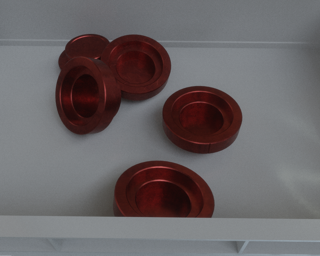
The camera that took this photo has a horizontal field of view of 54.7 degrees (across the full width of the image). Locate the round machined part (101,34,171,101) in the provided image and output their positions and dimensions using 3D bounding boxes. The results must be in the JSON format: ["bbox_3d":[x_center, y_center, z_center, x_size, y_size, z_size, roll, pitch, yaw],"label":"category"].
[{"bbox_3d":[-0.036,-0.083,0.451,0.099,0.042,0.098,3,68,-7],"label":"round machined part"}]

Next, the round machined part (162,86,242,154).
[{"bbox_3d":[0.052,-0.006,0.399,0.099,0.042,0.098,0,50,0],"label":"round machined part"}]

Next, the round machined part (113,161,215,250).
[{"bbox_3d":[0.002,0.081,0.314,0.099,0.042,0.098,7,34,-5],"label":"round machined part"}]

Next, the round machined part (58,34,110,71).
[{"bbox_3d":[-0.110,-0.111,0.487,0.099,0.042,0.098,0,50,0],"label":"round machined part"}]

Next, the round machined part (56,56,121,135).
[{"bbox_3d":[-0.089,-0.041,0.404,0.098,0.097,0.042,40,25,28],"label":"round machined part"}]
